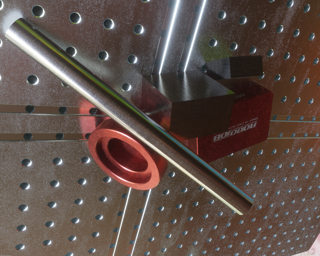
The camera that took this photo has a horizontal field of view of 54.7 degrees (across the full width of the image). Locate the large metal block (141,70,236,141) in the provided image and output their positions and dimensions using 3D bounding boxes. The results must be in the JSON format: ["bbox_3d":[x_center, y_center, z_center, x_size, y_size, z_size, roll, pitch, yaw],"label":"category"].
[{"bbox_3d":[0.030,-0.030,0.375,0.081,0.080,0.050,-10,123,-23],"label":"large metal block"}]

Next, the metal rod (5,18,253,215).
[{"bbox_3d":[-0.019,-0.002,0.319,0.301,0.025,0.025,38,97,-13],"label":"metal rod"}]

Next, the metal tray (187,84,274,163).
[{"bbox_3d":[0.105,-0.005,0.465,0.131,0.030,0.089,-19,126,-18],"label":"metal tray"}]

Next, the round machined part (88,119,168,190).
[{"bbox_3d":[-0.034,0.026,0.376,0.042,0.098,0.097,-54,141,-40],"label":"round machined part"}]

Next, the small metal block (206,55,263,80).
[{"bbox_3d":[0.095,-0.076,0.398,0.050,0.050,0.025,-8,97,-25],"label":"small metal block"}]
